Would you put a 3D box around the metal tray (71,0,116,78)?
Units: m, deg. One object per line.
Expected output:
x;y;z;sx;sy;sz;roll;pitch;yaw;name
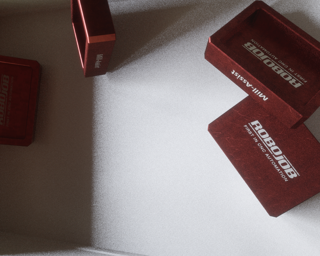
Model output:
-0.087;-0.126;0.389;0.030;0.130;0.090;-13;85;-17;metal tray

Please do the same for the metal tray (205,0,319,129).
0.126;-0.073;0.339;0.090;0.030;0.130;-41;75;-18;metal tray

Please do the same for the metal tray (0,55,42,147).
-0.233;-0.041;0.465;0.091;0.030;0.129;6;93;-15;metal tray

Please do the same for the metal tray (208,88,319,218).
0.130;0.025;0.362;0.090;0.030;0.130;-38;78;16;metal tray
